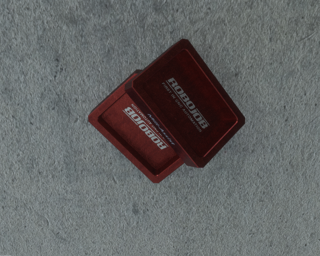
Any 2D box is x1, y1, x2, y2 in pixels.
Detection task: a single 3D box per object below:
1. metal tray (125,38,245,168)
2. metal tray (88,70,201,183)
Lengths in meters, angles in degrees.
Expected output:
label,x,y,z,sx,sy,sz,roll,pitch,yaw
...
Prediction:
label,x,y,z,sx,sy,sz,roll,pitch,yaw
metal tray,0.033,-0.028,0.371,0.090,0.030,0.130,-44,104,-18
metal tray,-0.016,0.000,0.406,0.090,0.030,0.130,-40,106,13
